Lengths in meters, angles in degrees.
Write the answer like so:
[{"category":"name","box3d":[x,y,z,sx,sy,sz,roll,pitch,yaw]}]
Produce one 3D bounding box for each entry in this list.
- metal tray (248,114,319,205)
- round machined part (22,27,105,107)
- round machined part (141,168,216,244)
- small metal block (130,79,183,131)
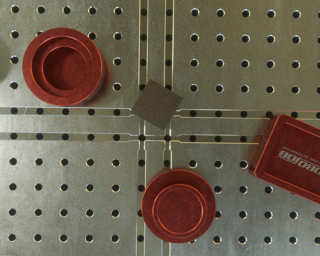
[{"category":"metal tray","box3d":[0.197,0.046,0.413,0.131,0.030,0.090,23,90,-1]},{"category":"round machined part","box3d":[-0.121,-0.076,0.403,0.099,0.042,0.097,0,90,-1]},{"category":"round machined part","box3d":[0.025,0.104,0.405,0.099,0.042,0.097,0,90,-1]},{"category":"small metal block","box3d":[-0.004,-0.030,0.413,0.050,0.025,0.050,30,90,-1]}]
